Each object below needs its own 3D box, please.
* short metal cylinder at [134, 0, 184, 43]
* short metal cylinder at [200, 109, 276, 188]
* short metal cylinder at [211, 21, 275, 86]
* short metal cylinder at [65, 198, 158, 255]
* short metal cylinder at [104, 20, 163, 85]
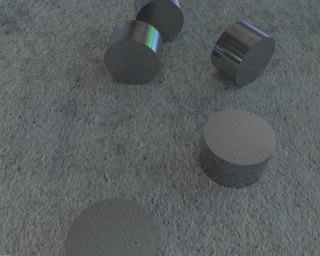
[{"bbox_3d":[-0.003,-0.194,0.530,0.081,0.080,0.050,-5,50,-4],"label":"short metal cylinder"},{"bbox_3d":[0.089,0.024,0.367,0.080,0.050,0.080,0,50,0],"label":"short metal cylinder"},{"bbox_3d":[0.123,-0.110,0.461,0.081,0.080,0.050,-30,57,-23],"label":"short metal cylinder"},{"bbox_3d":[-0.042,0.114,0.291,0.080,0.050,0.080,0,50,0],"label":"short metal cylinder"},{"bbox_3d":[-0.038,-0.111,0.460,0.080,0.080,0.050,4,50,3],"label":"short metal cylinder"}]
